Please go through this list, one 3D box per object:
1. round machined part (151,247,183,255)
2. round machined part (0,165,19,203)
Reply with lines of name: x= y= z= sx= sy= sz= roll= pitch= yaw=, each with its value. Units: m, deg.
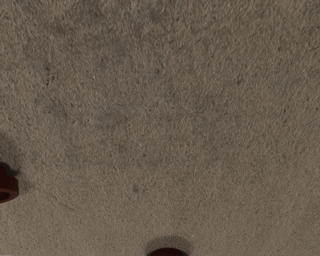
round machined part: x=0.016 y=0.283 z=0.637 sx=0.099 sy=0.042 sz=0.097 roll=-1 pitch=130 yaw=0
round machined part: x=-0.257 y=0.082 z=0.444 sx=0.099 sy=0.042 sz=0.098 roll=-12 pitch=159 yaw=-5
